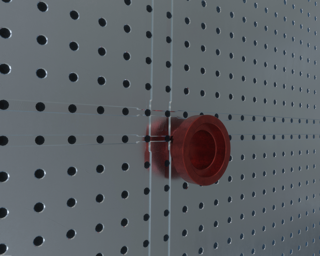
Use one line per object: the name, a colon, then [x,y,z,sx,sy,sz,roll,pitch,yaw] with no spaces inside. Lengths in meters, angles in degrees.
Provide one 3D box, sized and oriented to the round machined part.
round machined part: [0.053,0.030,0.441,0.099,0.042,0.097,0,90,-40]
